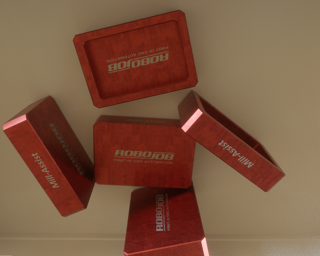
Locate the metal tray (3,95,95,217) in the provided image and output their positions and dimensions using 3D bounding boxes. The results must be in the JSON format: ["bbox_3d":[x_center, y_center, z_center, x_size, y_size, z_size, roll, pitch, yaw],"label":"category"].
[{"bbox_3d":[-0.128,0.032,0.384,0.030,0.090,0.129,-24,109,7],"label":"metal tray"}]

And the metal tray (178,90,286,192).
[{"bbox_3d":[0.083,0.013,0.380,0.130,0.090,0.030,36,107,-13],"label":"metal tray"}]

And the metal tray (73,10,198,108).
[{"bbox_3d":[-0.027,-0.083,0.376,0.131,0.030,0.089,-13,110,4],"label":"metal tray"}]

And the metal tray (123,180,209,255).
[{"bbox_3d":[0.006,0.118,0.396,0.090,0.130,0.030,-12,110,3],"label":"metal tray"}]

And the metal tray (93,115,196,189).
[{"bbox_3d":[-0.021,0.033,0.417,0.131,0.030,0.089,3,110,-2],"label":"metal tray"}]
